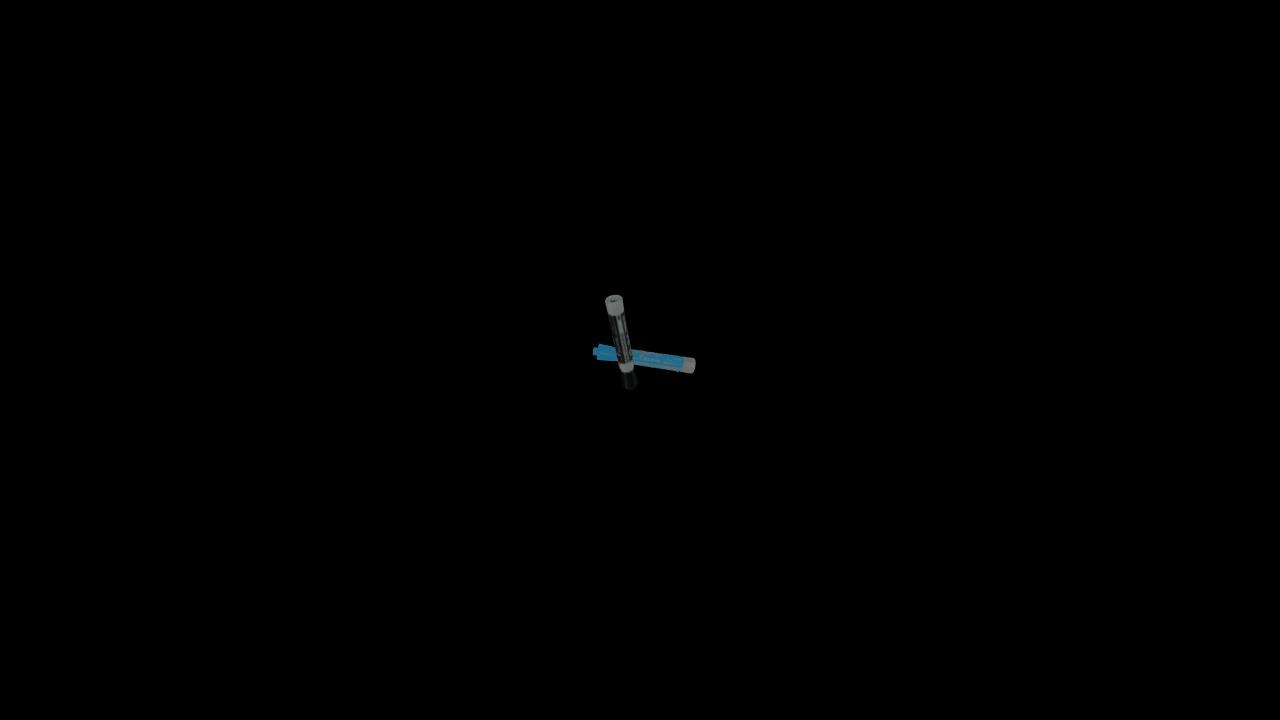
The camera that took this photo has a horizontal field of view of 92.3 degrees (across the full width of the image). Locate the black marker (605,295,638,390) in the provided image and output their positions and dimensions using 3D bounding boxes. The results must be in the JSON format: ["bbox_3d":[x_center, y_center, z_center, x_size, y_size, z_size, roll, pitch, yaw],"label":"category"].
[{"bbox_3d":[-0.019,-0.016,0.678,0.020,0.121,0.020,-7,36,5],"label":"black marker"}]

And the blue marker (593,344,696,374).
[{"bbox_3d":[0.005,-0.002,0.715,0.121,0.020,0.020,8,-2,-13],"label":"blue marker"}]
